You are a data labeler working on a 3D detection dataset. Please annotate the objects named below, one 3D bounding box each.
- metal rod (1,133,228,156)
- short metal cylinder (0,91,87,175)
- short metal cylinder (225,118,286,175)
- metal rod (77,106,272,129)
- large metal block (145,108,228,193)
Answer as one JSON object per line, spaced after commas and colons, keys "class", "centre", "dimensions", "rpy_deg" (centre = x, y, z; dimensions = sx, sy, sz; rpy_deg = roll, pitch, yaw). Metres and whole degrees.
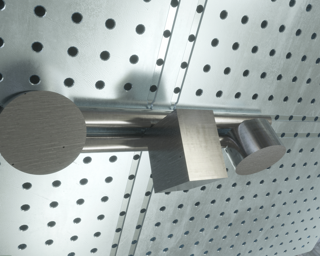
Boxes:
{"class": "metal rod", "centre": [-0.036, 0.018, 0.402], "dimensions": [0.303, 0.025, 0.025], "rpy_deg": [0, 118, -29]}
{"class": "short metal cylinder", "centre": [-0.121, 0.002, 0.312], "dimensions": [0.081, 0.050, 0.079], "rpy_deg": [-4, 97, -28]}
{"class": "short metal cylinder", "centre": [0.142, 0.030, 0.474], "dimensions": [0.081, 0.050, 0.080], "rpy_deg": [-14, 145, -10]}
{"class": "metal rod", "centre": [0.037, -0.012, 0.423], "dimensions": [0.303, 0.025, 0.025], "rpy_deg": [1, 118, -29]}
{"class": "large metal block", "centre": [0.028, 0.030, 0.370], "dimensions": [0.050, 0.080, 0.080], "rpy_deg": [1, 160, -29]}
